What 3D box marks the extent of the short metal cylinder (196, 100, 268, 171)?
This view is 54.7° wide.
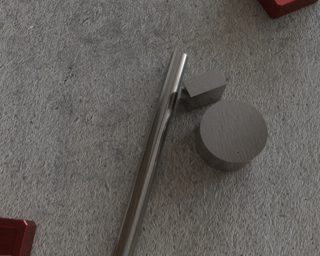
[{"bbox_3d":[0.088,0.011,0.392,0.081,0.050,0.080,0,70,0],"label":"short metal cylinder"}]

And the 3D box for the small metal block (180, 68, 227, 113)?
[{"bbox_3d":[0.057,-0.049,0.414,0.050,0.050,0.025,-21,72,-8],"label":"small metal block"}]

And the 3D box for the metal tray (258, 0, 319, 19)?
[{"bbox_3d":[0.189,-0.246,0.497,0.091,0.030,0.130,-24,72,-9],"label":"metal tray"}]

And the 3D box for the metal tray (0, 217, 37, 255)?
[{"bbox_3d":[-0.200,0.165,0.342,0.091,0.030,0.130,6,70,1],"label":"metal tray"}]

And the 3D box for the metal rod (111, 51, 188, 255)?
[{"bbox_3d":[-0.011,0.033,0.396,0.025,0.025,0.299,14,70,5],"label":"metal rod"}]
